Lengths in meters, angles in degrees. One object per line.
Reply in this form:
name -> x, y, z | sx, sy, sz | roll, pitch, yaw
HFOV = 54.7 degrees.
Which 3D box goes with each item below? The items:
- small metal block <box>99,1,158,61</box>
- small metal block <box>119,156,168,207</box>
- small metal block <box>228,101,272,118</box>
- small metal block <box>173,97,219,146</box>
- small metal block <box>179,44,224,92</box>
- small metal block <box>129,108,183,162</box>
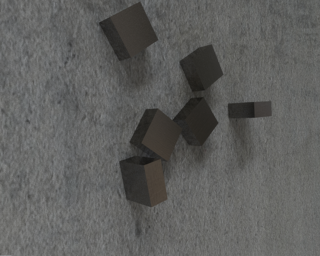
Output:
small metal block -> -0.037, -0.117, 0.375 | 0.050, 0.025, 0.050 | -42, 116, -32
small metal block -> -0.021, 0.063, 0.373 | 0.025, 0.050, 0.050 | -17, 101, -39
small metal block -> 0.150, -0.030, 0.517 | 0.050, 0.050, 0.025 | -6, 94, -40
small metal block -> 0.053, -0.009, 0.451 | 0.050, 0.025, 0.050 | -50, 120, -29
small metal block -> 0.062, -0.089, 0.459 | 0.050, 0.025, 0.050 | -41, 115, -33
small metal block -> -0.004, 0.009, 0.403 | 0.050, 0.025, 0.050 | 38, 67, -34
